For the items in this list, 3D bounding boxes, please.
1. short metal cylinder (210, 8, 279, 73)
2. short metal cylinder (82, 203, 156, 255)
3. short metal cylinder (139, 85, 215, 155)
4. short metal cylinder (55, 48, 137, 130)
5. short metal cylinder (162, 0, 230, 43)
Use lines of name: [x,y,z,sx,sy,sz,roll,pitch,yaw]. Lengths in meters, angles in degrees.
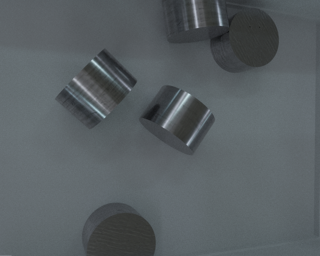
short metal cylinder: [0.119,-0.122,0.441,0.081,0.050,0.080,0,90,-20]
short metal cylinder: [-0.051,0.137,0.378,0.081,0.050,0.080,0,90,-20]
short metal cylinder: [0.021,-0.009,0.389,0.080,0.080,0.050,38,78,-16]
short metal cylinder: [-0.072,-0.044,0.355,0.050,0.080,0.080,44,76,-15]
short metal cylinder: [0.045,-0.144,0.398,0.081,0.080,0.050,-10,94,-20]
